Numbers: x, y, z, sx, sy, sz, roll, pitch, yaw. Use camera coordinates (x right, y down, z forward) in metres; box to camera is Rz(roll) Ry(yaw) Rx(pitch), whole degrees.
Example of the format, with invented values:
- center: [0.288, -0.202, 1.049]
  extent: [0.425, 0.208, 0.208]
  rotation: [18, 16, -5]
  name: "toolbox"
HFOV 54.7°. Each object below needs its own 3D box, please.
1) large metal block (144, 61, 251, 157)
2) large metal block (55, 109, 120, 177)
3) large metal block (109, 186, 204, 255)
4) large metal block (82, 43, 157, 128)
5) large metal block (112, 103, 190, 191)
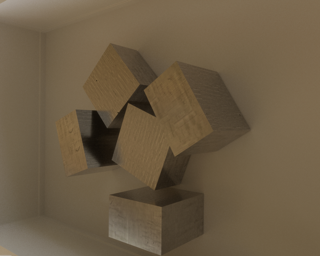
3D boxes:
- center: [0.041, -0.019, 0.333]
  extent: [0.050, 0.081, 0.080]
  rotation: [-38, 67, 33]
  name: "large metal block"
- center: [-0.093, 0.021, 0.444]
  extent: [0.050, 0.081, 0.080]
  rotation: [-24, 75, 37]
  name: "large metal block"
- center: [-0.004, 0.104, 0.371]
  extent: [0.080, 0.081, 0.050]
  rotation: [1, 91, 39]
  name: "large metal block"
- center: [-0.052, -0.056, 0.429]
  extent: [0.080, 0.050, 0.080]
  rotation: [-49, 61, 28]
  name: "large metal block"
- center: [-0.007, 0.021, 0.393]
  extent: [0.080, 0.050, 0.079]
  rotation: [28, 108, 36]
  name: "large metal block"
